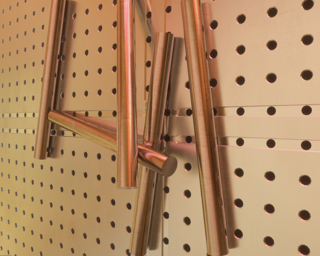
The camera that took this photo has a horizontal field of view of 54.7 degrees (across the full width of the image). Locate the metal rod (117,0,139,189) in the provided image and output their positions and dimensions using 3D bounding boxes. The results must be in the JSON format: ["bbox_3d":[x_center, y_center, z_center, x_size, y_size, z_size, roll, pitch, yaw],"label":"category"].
[{"bbox_3d":[-0.044,-0.073,0.403,0.025,0.025,0.299,-17,67,38],"label":"metal rod"}]

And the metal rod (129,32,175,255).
[{"bbox_3d":[-0.012,0.026,0.417,0.025,0.025,0.298,12,98,39],"label":"metal rod"}]

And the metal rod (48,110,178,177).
[{"bbox_3d":[-0.091,0.011,0.460,0.300,0.025,0.025,18,101,44],"label":"metal rod"}]

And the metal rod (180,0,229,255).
[{"bbox_3d":[0.052,-0.006,0.364,0.025,0.025,0.298,-9,84,39],"label":"metal rod"}]

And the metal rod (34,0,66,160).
[{"bbox_3d":[-0.204,-0.089,0.574,0.025,0.025,0.298,16,100,38],"label":"metal rod"}]
